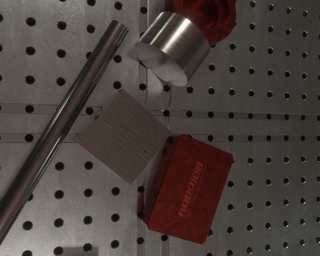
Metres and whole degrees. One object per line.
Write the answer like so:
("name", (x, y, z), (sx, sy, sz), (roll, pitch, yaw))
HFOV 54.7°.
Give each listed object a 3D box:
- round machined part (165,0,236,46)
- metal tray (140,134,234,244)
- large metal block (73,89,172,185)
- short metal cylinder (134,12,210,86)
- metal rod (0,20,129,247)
("round machined part", (0.051, -0.157, 0.419), (0.099, 0.042, 0.097), (3, 84, -25))
("metal tray", (0.038, 0.082, 0.426), (0.091, 0.030, 0.130), (23, 82, -19))
("large metal block", (-0.047, 0.010, 0.383), (0.080, 0.050, 0.080), (42, 77, -16))
("short metal cylinder", (0.015, -0.097, 0.390), (0.080, 0.080, 0.050), (39, 78, -16))
("metal rod", (-0.121, 0.001, 0.368), (0.025, 0.025, 0.299), (32, 79, -18))
